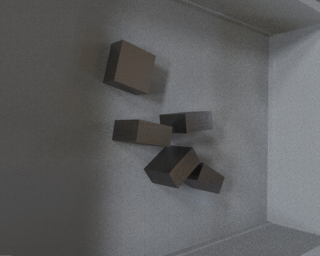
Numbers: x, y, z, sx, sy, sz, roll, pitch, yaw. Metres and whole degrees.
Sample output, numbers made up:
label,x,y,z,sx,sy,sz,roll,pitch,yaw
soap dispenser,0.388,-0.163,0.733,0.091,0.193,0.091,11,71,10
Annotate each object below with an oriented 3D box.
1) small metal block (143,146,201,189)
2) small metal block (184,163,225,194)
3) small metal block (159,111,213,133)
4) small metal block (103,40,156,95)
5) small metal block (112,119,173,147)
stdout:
label,x,y,z,sx,sy,sz,roll,pitch,yaw
small metal block,0.016,0.049,0.406,0.050,0.050,0.025,-44,117,-31
small metal block,0.054,0.069,0.438,0.050,0.050,0.025,35,68,-35
small metal block,0.035,-0.008,0.422,0.050,0.050,0.025,-8,96,-40
small metal block,-0.037,-0.072,0.377,0.050,0.025,0.050,17,79,-39
small metal block,-0.022,0.007,0.374,0.050,0.050,0.025,12,83,-40
